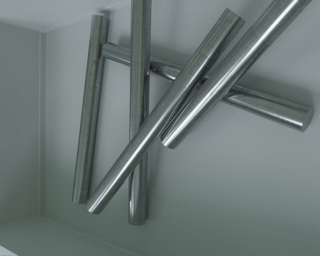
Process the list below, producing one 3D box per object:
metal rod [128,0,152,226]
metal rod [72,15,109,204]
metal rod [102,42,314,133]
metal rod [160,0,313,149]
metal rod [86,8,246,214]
[{"bbox_3d":[-0.027,-0.016,0.403,0.025,0.025,0.298,11,104,39],"label":"metal rod"},{"bbox_3d":[-0.113,-0.025,0.496,0.025,0.025,0.298,13,98,39],"label":"metal rod"},{"bbox_3d":[0.031,-0.062,0.379,0.300,0.025,0.025,27,107,36],"label":"metal rod"},{"bbox_3d":[0.086,-0.076,0.288,0.298,0.025,0.025,-51,60,38],"label":"metal rod"},{"bbox_3d":[-0.006,-0.004,0.369,0.025,0.025,0.299,49,114,28],"label":"metal rod"}]
